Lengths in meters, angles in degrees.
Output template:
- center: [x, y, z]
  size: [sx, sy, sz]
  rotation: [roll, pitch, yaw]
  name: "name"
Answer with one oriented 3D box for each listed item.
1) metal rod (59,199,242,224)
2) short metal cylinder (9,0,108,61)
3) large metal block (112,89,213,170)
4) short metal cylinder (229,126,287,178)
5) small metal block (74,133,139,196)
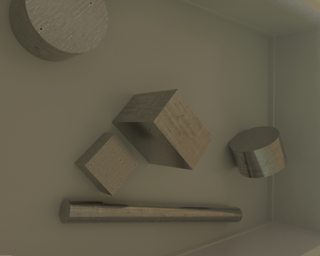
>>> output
- center: [0.013, 0.116, 0.420]
  size: [0.302, 0.025, 0.025]
  rotation: [14, 81, -39]
  name: "metal rod"
- center: [-0.100, -0.110, 0.308]
  size: [0.081, 0.050, 0.079]
  rotation: [0, 90, -40]
  name: "short metal cylinder"
- center: [0.003, 0.002, 0.375]
  size: [0.080, 0.080, 0.050]
  rotation: [51, 60, -28]
  name: "large metal block"
- center: [0.161, 0.038, 0.509]
  size: [0.080, 0.080, 0.050]
  rotation: [-37, 113, -34]
  name: "short metal cylinder"
- center: [-0.060, 0.041, 0.358]
  size: [0.050, 0.025, 0.050]
  rotation: [-50, 120, -28]
  name: "small metal block"
